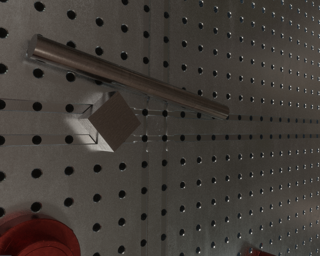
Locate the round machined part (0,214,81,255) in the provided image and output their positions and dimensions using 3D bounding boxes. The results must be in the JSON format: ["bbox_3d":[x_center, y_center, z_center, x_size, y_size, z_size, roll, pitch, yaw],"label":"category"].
[{"bbox_3d":[-0.121,0.137,0.298,0.099,0.042,0.097,0,90,-40],"label":"round machined part"}]

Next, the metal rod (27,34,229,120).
[{"bbox_3d":[-0.012,-0.053,0.400,0.302,0.025,0.025,14,81,-39],"label":"metal rod"}]

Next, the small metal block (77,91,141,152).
[{"bbox_3d":[-0.058,-0.008,0.362,0.050,0.025,0.050,-49,119,-29],"label":"small metal block"}]

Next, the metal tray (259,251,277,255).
[{"bbox_3d":[0.192,0.310,0.570,0.130,0.030,0.090,-51,120,-28],"label":"metal tray"}]
